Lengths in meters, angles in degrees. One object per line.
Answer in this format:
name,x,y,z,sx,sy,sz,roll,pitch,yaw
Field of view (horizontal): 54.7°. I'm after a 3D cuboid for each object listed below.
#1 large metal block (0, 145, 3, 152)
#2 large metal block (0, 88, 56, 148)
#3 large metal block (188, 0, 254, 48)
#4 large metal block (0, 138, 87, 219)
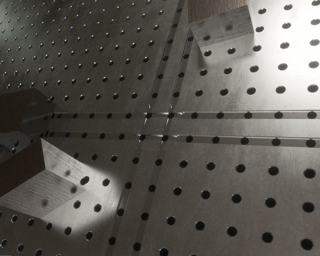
large metal block,-0.328,0.037,0.539,0.080,0.050,0.080,7,65,30
large metal block,-0.234,-0.015,0.522,0.080,0.050,0.080,-6,59,25
large metal block,0.088,-0.174,0.452,0.080,0.050,0.080,-11,57,21
large metal block,-0.159,0.069,0.412,0.080,0.080,0.050,-32,52,7
